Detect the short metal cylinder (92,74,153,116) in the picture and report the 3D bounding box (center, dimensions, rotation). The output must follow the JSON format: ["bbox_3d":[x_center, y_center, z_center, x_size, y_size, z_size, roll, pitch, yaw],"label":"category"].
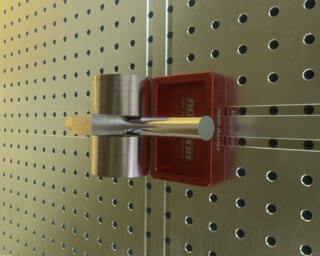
[{"bbox_3d":[-0.049,-0.041,0.412,0.080,0.081,0.050,1,91,40],"label":"short metal cylinder"}]

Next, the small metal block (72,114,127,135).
[{"bbox_3d":[-0.078,-0.004,0.395,0.050,0.050,0.025,1,91,48],"label":"small metal block"}]

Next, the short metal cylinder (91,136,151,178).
[{"bbox_3d":[-0.051,0.035,0.415,0.080,0.081,0.050,2,92,40],"label":"short metal cylinder"}]

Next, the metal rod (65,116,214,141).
[{"bbox_3d":[-0.053,-0.003,0.422,0.300,0.025,0.025,2,92,49],"label":"metal rod"}]

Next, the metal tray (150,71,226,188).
[{"bbox_3d":[0.032,0.001,0.379,0.090,0.030,0.129,2,91,40],"label":"metal tray"}]
